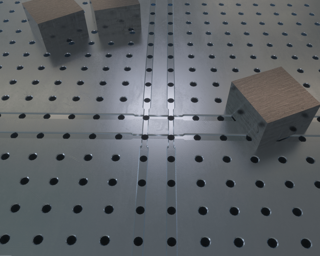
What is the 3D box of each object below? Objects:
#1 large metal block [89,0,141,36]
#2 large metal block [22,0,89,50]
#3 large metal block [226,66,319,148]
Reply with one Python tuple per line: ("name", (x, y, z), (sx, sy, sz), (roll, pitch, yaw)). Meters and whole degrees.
("large metal block", (-0.085, -0.221, 0.577), (0.081, 0.050, 0.080), (-13, 51, -11))
("large metal block", (-0.186, -0.194, 0.554), (0.080, 0.050, 0.080), (-27, 55, -21))
("large metal block", (0.148, -0.030, 0.417), (0.081, 0.050, 0.080), (-18, 52, -15))
